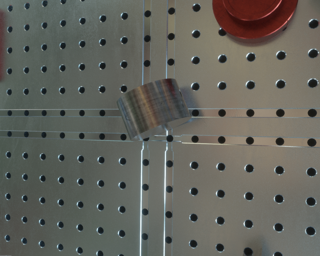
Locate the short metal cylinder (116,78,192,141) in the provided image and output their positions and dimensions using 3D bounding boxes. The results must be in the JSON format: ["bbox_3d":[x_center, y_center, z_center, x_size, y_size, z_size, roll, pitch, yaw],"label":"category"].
[{"bbox_3d":[-0.007,-0.021,0.386,0.080,0.080,0.050,-24,82,18],"label":"short metal cylinder"}]

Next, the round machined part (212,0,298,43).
[{"bbox_3d":[0.110,-0.154,0.364,0.098,0.042,0.097,0,90,20],"label":"round machined part"}]

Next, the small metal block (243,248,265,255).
[{"bbox_3d":[0.116,0.176,0.358,0.025,0.050,0.050,-25,82,18],"label":"small metal block"}]
